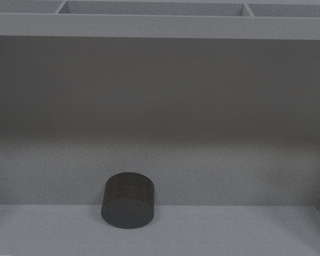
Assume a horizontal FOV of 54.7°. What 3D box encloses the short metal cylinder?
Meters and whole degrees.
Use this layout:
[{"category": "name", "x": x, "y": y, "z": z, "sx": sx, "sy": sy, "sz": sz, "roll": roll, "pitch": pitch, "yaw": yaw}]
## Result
[{"category": "short metal cylinder", "x": -0.049, "y": 0.115, "z": 0.490, "sx": 0.081, "sy": 0.050, "sz": 0.079, "roll": 0, "pitch": 130, "yaw": 0}]
